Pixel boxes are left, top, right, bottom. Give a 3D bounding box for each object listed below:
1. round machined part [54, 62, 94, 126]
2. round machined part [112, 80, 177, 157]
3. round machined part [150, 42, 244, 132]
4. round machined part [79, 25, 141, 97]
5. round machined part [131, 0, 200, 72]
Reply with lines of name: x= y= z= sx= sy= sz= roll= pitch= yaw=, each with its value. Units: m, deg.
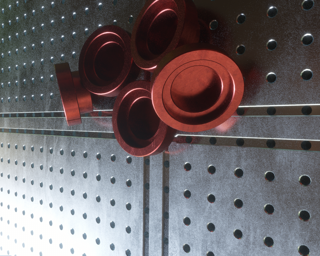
round machined part: x=-0.133 y=-0.054 z=0.485 sx=0.098 sy=0.042 sz=0.097 roll=168 pitch=89 yaw=-75
round machined part: x=-0.015 y=-0.012 z=0.409 sx=0.098 sy=0.042 sz=0.097 roll=0 pitch=90 yaw=39
round machined part: x=0.038 y=-0.047 z=0.341 sx=0.097 sy=0.099 sz=0.042 roll=-55 pitch=23 yaw=25
round machined part: x=-0.066 y=-0.092 z=0.444 sx=0.098 sy=0.042 sz=0.097 roll=-3 pitch=83 yaw=31
round machined part: x=0.010 y=-0.114 z=0.379 sx=0.098 sy=0.042 sz=0.098 roll=-14 pitch=70 yaw=46
